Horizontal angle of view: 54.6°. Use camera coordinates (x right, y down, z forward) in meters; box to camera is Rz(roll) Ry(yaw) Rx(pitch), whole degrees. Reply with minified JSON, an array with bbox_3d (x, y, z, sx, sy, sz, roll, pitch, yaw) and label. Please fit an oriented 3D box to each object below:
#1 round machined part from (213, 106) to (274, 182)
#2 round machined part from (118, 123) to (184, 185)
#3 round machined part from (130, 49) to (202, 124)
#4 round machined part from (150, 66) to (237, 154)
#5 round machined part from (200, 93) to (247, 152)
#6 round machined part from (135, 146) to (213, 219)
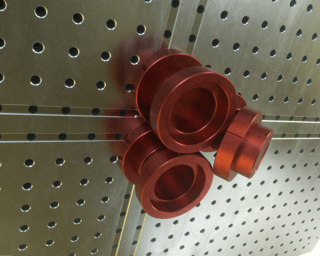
[{"bbox_3d":[0.109,0.025,0.392,0.098,0.042,0.097,-45,150,-36],"label":"round machined part"},{"bbox_3d":[-0.004,0.043,0.424,0.099,0.042,0.097,-14,124,-21],"label":"round machined part"},{"bbox_3d":[0.017,-0.044,0.383,0.099,0.042,0.097,-14,124,-21],"label":"round machined part"},{"bbox_3d":[0.033,-0.023,0.348,0.099,0.042,0.097,-14,124,-21],"label":"round machined part"},{"bbox_3d":[0.086,-0.006,0.443,0.099,0.042,0.097,-14,124,-21],"label":"round machined part"},{"bbox_3d":[0.014,0.063,0.391,0.099,0.042,0.097,-14,124,-21],"label":"round machined part"}]
